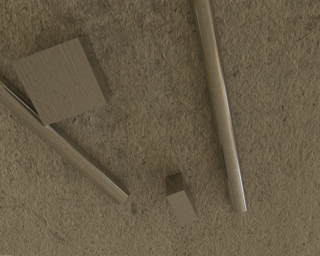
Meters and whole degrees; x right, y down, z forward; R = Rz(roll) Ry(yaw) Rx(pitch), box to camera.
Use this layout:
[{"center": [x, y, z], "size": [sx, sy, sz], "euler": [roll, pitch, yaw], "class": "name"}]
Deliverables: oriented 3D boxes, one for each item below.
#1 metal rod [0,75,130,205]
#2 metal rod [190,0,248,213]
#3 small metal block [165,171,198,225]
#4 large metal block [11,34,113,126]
[{"center": [-0.154, -0.002, 0.406], "size": [0.025, 0.025, 0.300], "euler": [-41, 106, 13], "class": "metal rod"}, {"center": [0.081, -0.019, 0.404], "size": [0.025, 0.025, 0.298], "euler": [-13, 110, 4], "class": "metal rod"}, {"center": [0.030, 0.097, 0.433], "size": [0.025, 0.050, 0.050], "euler": [-23, 109, 8], "class": "small metal block"}, {"center": [-0.113, -0.058, 0.373], "size": [0.080, 0.050, 0.080], "euler": [-19, 109, 6], "class": "large metal block"}]
